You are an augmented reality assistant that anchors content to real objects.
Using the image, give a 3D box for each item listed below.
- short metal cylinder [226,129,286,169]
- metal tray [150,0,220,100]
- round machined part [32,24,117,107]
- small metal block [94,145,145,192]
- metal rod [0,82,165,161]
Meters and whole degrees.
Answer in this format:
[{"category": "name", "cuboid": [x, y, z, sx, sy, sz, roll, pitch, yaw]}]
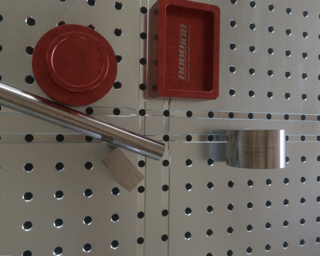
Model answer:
[{"category": "short metal cylinder", "cuboid": [0.133, 0.027, 0.434, 0.081, 0.080, 0.050, 0, 90, -20]}, {"category": "metal tray", "cuboid": [0.035, -0.104, 0.423, 0.091, 0.030, 0.129, 1, 90, -21]}, {"category": "round machined part", "cuboid": [-0.099, -0.075, 0.367, 0.099, 0.042, 0.097, 0, 90, -21]}, {"category": "small metal block", "cuboid": [-0.051, 0.048, 0.381, 0.025, 0.050, 0.050, -44, 104, -15]}, {"category": "metal rod", "cuboid": [-0.132, -0.020, 0.364, 0.302, 0.025, 0.025, 21, 83, -19]}]
